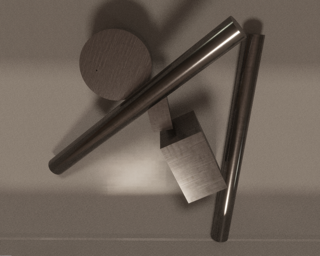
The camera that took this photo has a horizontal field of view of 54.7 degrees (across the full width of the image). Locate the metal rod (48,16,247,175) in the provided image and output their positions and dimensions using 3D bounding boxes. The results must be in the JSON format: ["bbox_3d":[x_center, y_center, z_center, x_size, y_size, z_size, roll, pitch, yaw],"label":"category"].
[{"bbox_3d":[-0.036,-0.020,0.357,0.299,0.025,0.025,-34,108,30],"label":"metal rod"}]

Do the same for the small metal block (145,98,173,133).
[{"bbox_3d":[-0.002,-0.028,0.388,0.025,0.050,0.050,-11,110,4],"label":"small metal block"}]

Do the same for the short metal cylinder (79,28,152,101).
[{"bbox_3d":[-0.050,-0.078,0.369,0.081,0.050,0.079,0,110,-1],"label":"short metal cylinder"}]

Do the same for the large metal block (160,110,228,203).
[{"bbox_3d":[0.040,0.033,0.395,0.050,0.080,0.080,-24,109,8],"label":"large metal block"}]

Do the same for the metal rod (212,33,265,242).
[{"bbox_3d":[0.102,0.027,0.422,0.025,0.025,0.298,4,110,-2],"label":"metal rod"}]
